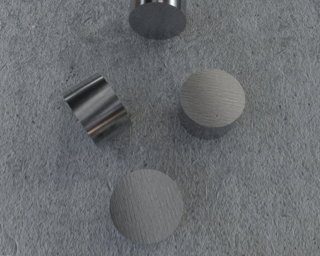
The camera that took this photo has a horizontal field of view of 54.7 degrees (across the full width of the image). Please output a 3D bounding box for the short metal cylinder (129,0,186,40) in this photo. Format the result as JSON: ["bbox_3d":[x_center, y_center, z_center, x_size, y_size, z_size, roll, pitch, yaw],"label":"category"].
[{"bbox_3d":[-0.003,-0.171,0.441,0.080,0.080,0.050,2,70,1],"label":"short metal cylinder"}]

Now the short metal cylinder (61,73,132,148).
[{"bbox_3d":[-0.078,-0.022,0.386,0.050,0.080,0.080,-34,74,-11],"label":"short metal cylinder"}]

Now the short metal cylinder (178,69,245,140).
[{"bbox_3d":[0.065,-0.030,0.406,0.081,0.050,0.080,0,70,0],"label":"short metal cylinder"}]

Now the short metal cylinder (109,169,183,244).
[{"bbox_3d":[-0.015,0.092,0.361,0.081,0.050,0.080,0,70,0],"label":"short metal cylinder"}]
